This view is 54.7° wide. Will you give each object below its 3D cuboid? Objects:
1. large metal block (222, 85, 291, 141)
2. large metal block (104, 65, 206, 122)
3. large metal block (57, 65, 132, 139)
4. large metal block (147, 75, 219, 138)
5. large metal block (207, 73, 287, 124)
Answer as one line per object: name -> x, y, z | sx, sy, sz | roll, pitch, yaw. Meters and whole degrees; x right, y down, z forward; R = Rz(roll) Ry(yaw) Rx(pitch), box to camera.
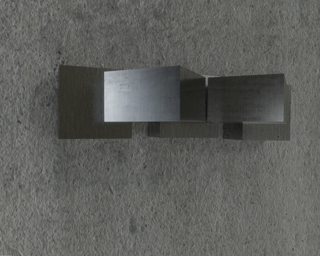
large metal block -> 0.140, -0.023, 0.451 | 0.081, 0.050, 0.079 | 2, 90, -21
large metal block -> -0.002, -0.032, 0.328 | 0.080, 0.080, 0.050 | -2, 92, -66
large metal block -> -0.079, -0.028, 0.369 | 0.081, 0.050, 0.079 | 0, 90, -21
large metal block -> 0.030, -0.028, 0.409 | 0.081, 0.050, 0.079 | 1, 90, -21
large metal block -> 0.107, -0.031, 0.371 | 0.080, 0.080, 0.050 | 1, 89, 24
